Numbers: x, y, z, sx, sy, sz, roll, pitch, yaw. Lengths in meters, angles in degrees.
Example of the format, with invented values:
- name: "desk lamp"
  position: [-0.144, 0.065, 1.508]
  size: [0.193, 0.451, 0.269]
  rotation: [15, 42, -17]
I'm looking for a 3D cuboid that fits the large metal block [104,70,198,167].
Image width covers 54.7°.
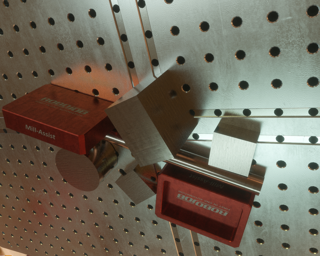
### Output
- name: "large metal block"
  position: [-0.007, -0.013, 0.373]
  size: [0.050, 0.080, 0.080]
  rotation: [-20, 108, 36]

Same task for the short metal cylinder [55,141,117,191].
- name: "short metal cylinder"
  position: [-0.115, 0.052, 0.487]
  size: [0.080, 0.050, 0.079]
  rotation: [13, 124, 21]

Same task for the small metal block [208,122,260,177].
- name: "small metal block"
  position: [0.090, 0.026, 0.380]
  size: [0.050, 0.025, 0.050]
  rotation: [16, 125, 19]

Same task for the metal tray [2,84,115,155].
- name: "metal tray"
  position: [-0.134, -0.017, 0.428]
  size: [0.130, 0.090, 0.030]
  rotation: [17, 125, 18]

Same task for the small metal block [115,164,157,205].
- name: "small metal block"
  position: [-0.033, 0.086, 0.483]
  size: [0.050, 0.025, 0.050]
  rotation: [48, 129, -6]

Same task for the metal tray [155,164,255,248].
- name: "metal tray"
  position: [0.060, 0.109, 0.443]
  size: [0.130, 0.030, 0.089]
  rotation: [17, 126, 18]

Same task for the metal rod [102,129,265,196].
- name: "metal rod"
  position: [-0.009, 0.029, 0.434]
  size: [0.301, 0.025, 0.025]
  rotation: [18, 126, 17]
